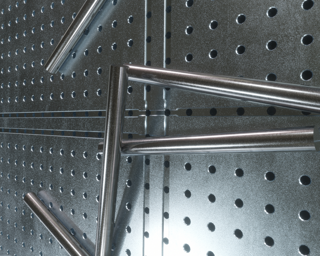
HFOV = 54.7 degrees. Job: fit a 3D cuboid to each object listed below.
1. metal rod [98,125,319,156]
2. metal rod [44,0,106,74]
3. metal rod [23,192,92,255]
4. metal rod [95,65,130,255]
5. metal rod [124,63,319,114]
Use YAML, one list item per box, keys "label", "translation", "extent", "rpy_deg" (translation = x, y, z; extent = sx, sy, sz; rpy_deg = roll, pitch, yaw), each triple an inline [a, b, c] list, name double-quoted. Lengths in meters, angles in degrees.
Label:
- label: "metal rod"
  translation: [0.030, 0.021, 0.382]
  extent: [0.300, 0.025, 0.025]
  rpy_deg: [-5, 87, 39]
- label: "metal rod"
  translation: [-0.107, -0.197, 0.494]
  extent: [0.299, 0.025, 0.025]
  rpy_deg: [-43, 65, 31]
- label: "metal rod"
  translation: [-0.155, 0.200, 0.533]
  extent: [0.300, 0.025, 0.025]
  rpy_deg: [29, 108, 35]
- label: "metal rod"
  translation: [-0.070, 0.062, 0.437]
  extent: [0.025, 0.025, 0.298]
  rpy_deg: [21, 112, 37]
- label: "metal rod"
  translation: [0.065, -0.049, 0.353]
  extent: [0.300, 0.025, 0.025]
  rpy_deg: [16, 100, 38]
